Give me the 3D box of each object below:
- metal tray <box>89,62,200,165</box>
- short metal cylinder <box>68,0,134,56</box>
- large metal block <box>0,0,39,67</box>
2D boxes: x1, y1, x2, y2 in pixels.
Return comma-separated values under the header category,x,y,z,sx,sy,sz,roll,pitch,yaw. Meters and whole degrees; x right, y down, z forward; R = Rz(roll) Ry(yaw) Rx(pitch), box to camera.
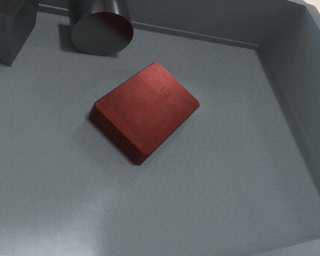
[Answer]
category,x,y,z,sx,sy,sz,roll,pitch,yaw
metal tray,-0.016,-0.024,0.410,0.090,0.030,0.131,45,51,2
short metal cylinder,-0.080,-0.143,0.416,0.081,0.080,0.050,1,62,-28
large metal block,-0.179,-0.132,0.355,0.050,0.080,0.080,21,54,-16
